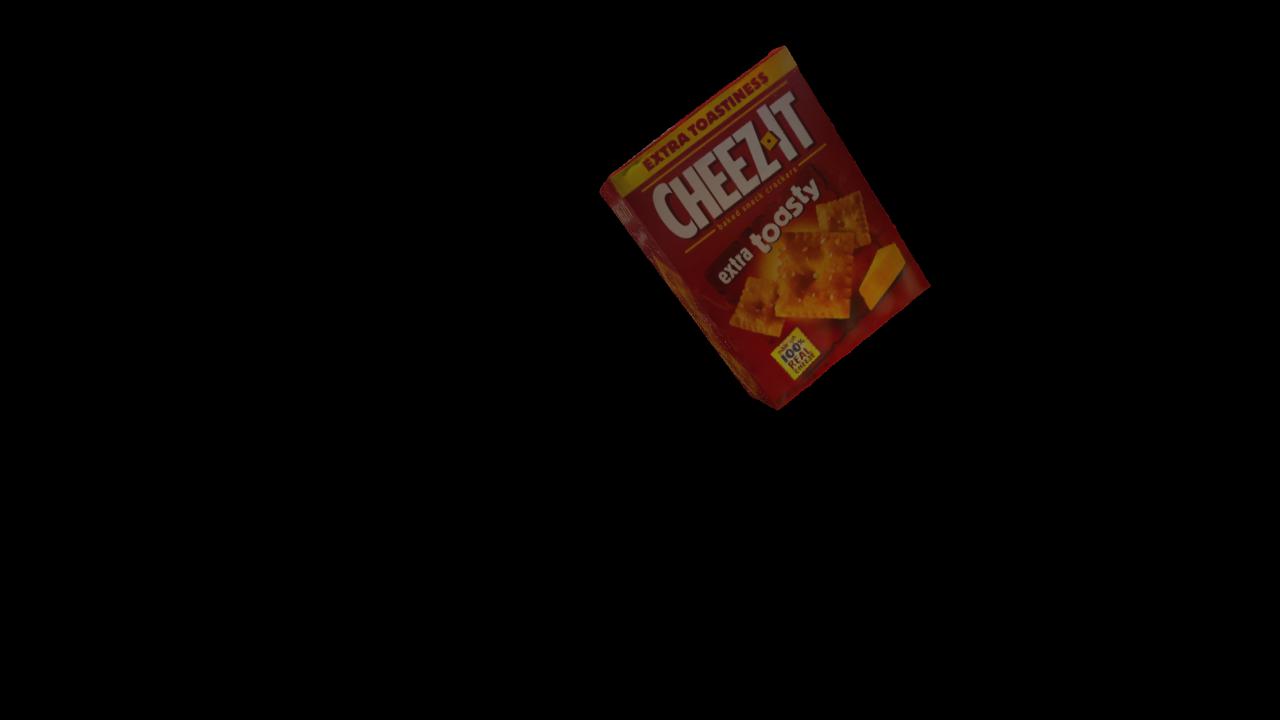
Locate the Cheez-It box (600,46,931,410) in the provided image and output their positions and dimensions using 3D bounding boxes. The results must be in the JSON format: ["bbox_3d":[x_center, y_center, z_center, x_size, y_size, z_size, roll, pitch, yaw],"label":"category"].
[{"bbox_3d":[0.100,-0.098,0.490,0.166,0.223,0.071,-38,12,-5],"label":"Cheez-It box"}]
